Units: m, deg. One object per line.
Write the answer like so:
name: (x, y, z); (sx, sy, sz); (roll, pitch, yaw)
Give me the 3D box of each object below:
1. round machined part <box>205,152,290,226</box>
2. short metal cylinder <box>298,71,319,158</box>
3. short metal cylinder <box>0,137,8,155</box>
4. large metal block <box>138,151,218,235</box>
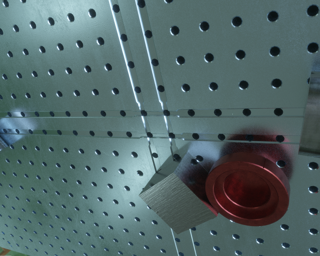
round machined part: (0.110, 0.071, 0.386); (0.098, 0.042, 0.097); (12, 123, 20)
short metal cylinder: (0.160, -0.010, 0.285); (0.050, 0.080, 0.079); (9, 122, 23)
short metal cylinder: (-0.334, 0.041, 0.577); (0.080, 0.080, 0.050); (-31, 101, 38)
large metal block: (0.032, 0.092, 0.436); (0.080, 0.050, 0.080); (46, 129, -4)
